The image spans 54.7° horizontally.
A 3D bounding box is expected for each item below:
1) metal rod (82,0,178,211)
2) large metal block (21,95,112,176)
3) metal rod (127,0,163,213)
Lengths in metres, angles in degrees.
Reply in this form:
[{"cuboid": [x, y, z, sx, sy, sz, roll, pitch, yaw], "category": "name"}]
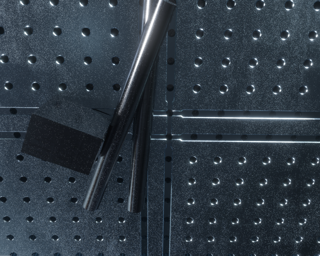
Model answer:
[{"cuboid": [-0.047, -0.011, 0.390, 0.025, 0.025, 0.298, 20, 116, -8], "category": "metal rod"}, {"cuboid": [-0.111, 0.006, 0.385, 0.080, 0.080, 0.050, 21, 109, -8], "category": "large metal block"}, {"cuboid": [-0.021, -0.021, 0.405, 0.025, 0.025, 0.298, 6, 110, -2], "category": "metal rod"}]
